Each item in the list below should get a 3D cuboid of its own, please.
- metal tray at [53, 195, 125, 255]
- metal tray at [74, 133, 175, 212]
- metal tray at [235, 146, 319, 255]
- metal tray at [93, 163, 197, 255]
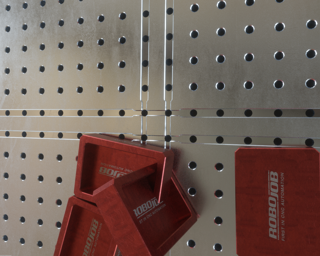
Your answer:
[{"bbox_3d":[-0.100,0.169,0.443,0.090,0.030,0.129,18,96,18],"label":"metal tray"},{"bbox_3d":[-0.051,0.063,0.419,0.130,0.030,0.089,11,97,23],"label":"metal tray"},{"bbox_3d":[0.136,0.087,0.362,0.090,0.030,0.129,-1,90,19],"label":"metal tray"},{"bbox_3d":[-0.010,0.092,0.358,0.030,0.131,0.090,-34,79,23],"label":"metal tray"}]
